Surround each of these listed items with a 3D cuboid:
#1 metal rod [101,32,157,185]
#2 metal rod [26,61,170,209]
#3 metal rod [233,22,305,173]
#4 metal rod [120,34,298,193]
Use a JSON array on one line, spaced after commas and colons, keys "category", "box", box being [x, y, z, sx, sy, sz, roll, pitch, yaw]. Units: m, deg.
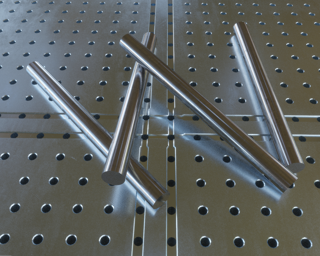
[{"category": "metal rod", "box": [-0.033, -0.051, 0.431, 0.025, 0.025, 0.300, 5, 44, 4]}, {"category": "metal rod", "box": [-0.097, -0.007, 0.412, 0.025, 0.025, 0.300, -34, 58, -25]}, {"category": "metal rod", "box": [0.152, -0.067, 0.464, 0.025, 0.025, 0.300, -2, 50, -2]}, {"category": "metal rod", "box": [0.049, -0.032, 0.408, 0.025, 0.025, 0.300, -35, 66, -25]}]
